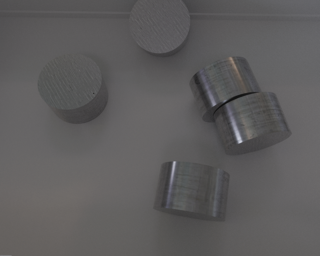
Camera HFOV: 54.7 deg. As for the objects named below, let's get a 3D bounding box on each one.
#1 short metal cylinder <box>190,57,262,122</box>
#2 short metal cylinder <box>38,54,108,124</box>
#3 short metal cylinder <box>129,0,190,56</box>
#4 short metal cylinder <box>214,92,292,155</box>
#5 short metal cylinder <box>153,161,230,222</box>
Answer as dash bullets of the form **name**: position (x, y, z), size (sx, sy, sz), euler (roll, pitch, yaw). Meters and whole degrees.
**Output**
- **short metal cylinder**: position (0.084, -0.047, 0.398), size (0.081, 0.080, 0.050), euler (-16, 71, -6)
- **short metal cylinder**: position (-0.114, -0.051, 0.414), size (0.081, 0.050, 0.080), euler (0, 70, 0)
- **short metal cylinder**: position (0.002, -0.142, 0.432), size (0.080, 0.050, 0.079), euler (1, 97, 5)
- **short metal cylinder**: position (0.113, -0.003, 0.382), size (0.081, 0.080, 0.050), euler (-13, 71, -5)
- **short metal cylinder**: position (0.036, 0.074, 0.354), size (0.080, 0.080, 0.050), euler (10, 71, 3)
